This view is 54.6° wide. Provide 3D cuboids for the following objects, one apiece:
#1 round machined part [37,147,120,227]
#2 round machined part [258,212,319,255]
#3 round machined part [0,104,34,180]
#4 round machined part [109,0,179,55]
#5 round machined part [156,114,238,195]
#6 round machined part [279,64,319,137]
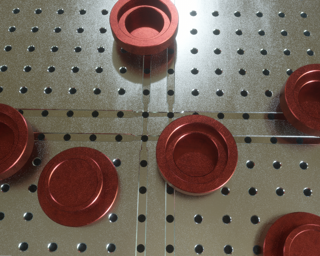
[{"bbox_3d":[-0.100,0.069,0.377,0.099,0.042,0.098,0,70,0],"label":"round machined part"},{"bbox_3d":[0.167,0.145,0.351,0.099,0.042,0.098,0,70,0],"label":"round machined part"},{"bbox_3d":[-0.209,0.021,0.394,0.099,0.042,0.098,0,70,0],"label":"round machined part"},{"bbox_3d":[-0.022,-0.149,0.457,0.099,0.042,0.098,0,70,0],"label":"round machined part"},{"bbox_3d":[0.044,0.036,0.390,0.099,0.042,0.098,0,70,0],"label":"round machined part"},{"bbox_3d":[0.210,-0.033,0.416,0.099,0.042,0.098,0,70,0],"label":"round machined part"}]
